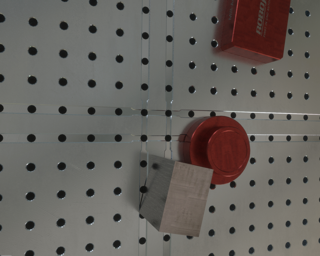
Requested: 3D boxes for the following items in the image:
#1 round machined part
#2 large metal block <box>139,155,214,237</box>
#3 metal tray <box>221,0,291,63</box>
[{"bbox_3d":[0.086,0.031,0.435,0.099,0.042,0.097,0,90,-20],"label":"round machined part"},{"bbox_3d":[0.017,0.081,0.390,0.050,0.080,0.080,15,85,-19],"label":"large metal block"},{"bbox_3d":[0.146,-0.172,0.463,0.091,0.030,0.129,10,87,-20],"label":"metal tray"}]
